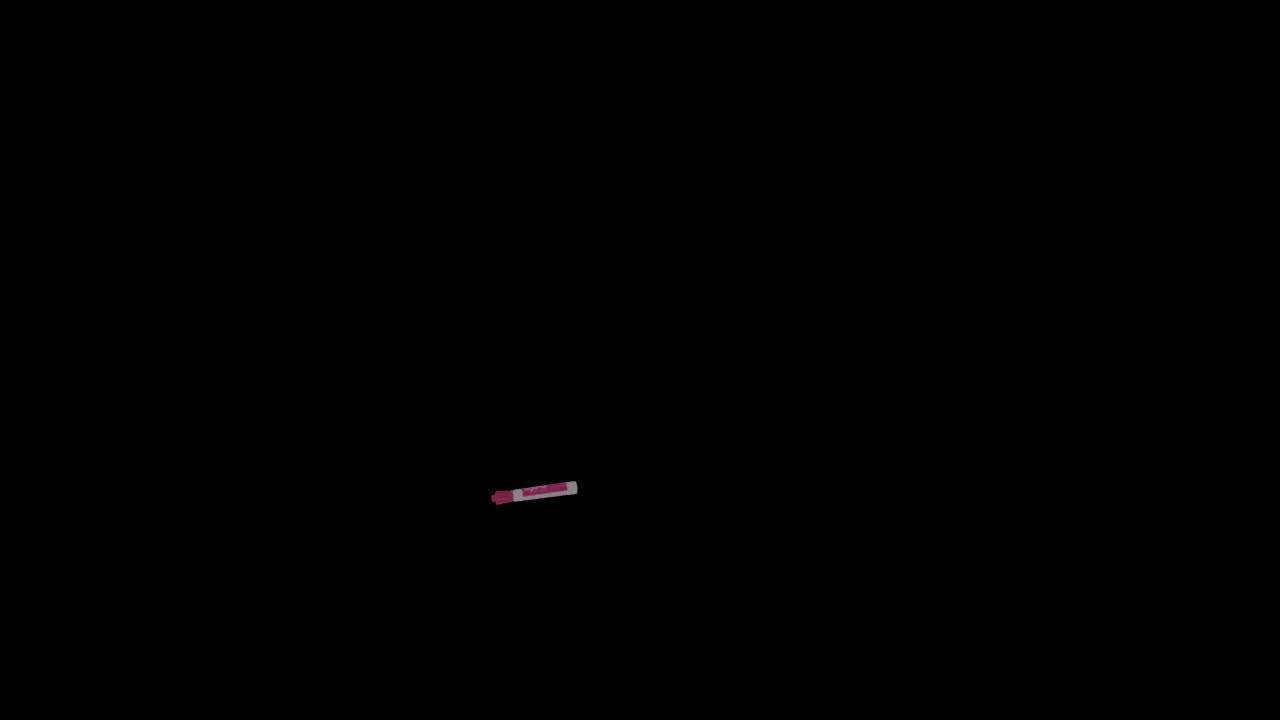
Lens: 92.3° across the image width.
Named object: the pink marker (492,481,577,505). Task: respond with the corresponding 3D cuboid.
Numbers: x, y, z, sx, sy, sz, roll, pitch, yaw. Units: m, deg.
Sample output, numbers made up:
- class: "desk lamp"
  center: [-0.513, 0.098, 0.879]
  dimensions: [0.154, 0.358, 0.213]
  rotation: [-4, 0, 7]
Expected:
- class: "pink marker"
  center: [-0.149, 0.189, 0.875]
  dimensions: [0.121, 0.020, 0.020]
  rotation: [-3, 1, -22]
